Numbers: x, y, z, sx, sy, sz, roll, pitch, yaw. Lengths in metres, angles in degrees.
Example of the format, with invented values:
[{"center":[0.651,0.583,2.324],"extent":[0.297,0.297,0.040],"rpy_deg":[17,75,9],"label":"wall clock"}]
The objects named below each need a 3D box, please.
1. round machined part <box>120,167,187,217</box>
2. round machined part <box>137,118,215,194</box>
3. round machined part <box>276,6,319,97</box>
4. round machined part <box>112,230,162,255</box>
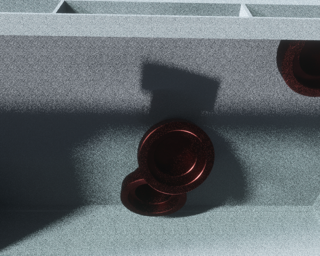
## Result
[{"center":[-0.009,0.091,0.474],"extent":[0.099,0.042,0.097],"rpy_deg":[0,132,0],"label":"round machined part"},{"center":[0.019,0.035,0.411],"extent":[0.099,0.042,0.097],"rpy_deg":[-2,104,-8],"label":"round machined part"},{"center":[0.173,-0.085,0.329],"extent":[0.099,0.042,0.097],"rpy_deg":[-1,130,0],"label":"round machined part"},{"center":[-0.045,0.246,0.609],"extent":[0.099,0.042,0.097],"rpy_deg":[-1,130,0],"label":"round machined part"}]
